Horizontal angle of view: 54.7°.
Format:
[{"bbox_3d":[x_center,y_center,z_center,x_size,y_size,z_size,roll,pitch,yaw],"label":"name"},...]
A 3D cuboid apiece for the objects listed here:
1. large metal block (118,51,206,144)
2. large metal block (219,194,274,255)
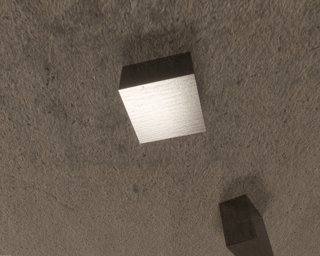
[{"bbox_3d":[0.005,-0.034,0.362,0.080,0.050,0.080,-11,130,9],"label":"large metal block"},{"bbox_3d":[0.145,0.173,0.521,0.050,0.080,0.080,-26,126,20],"label":"large metal block"}]
